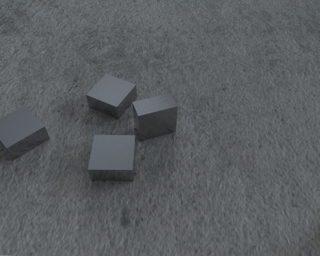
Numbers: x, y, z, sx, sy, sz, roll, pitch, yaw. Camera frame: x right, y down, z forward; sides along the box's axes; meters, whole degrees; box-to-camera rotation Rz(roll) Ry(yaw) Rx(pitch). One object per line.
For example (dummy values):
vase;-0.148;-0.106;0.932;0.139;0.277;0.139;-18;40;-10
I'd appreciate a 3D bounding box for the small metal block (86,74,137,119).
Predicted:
small metal block;-0.068;-0.046;0.441;0.050;0.025;0.050;22;53;17

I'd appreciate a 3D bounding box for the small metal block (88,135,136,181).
small metal block;-0.056;0.036;0.373;0.050;0.025;0.050;1;50;0

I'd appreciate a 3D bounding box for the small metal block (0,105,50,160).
small metal block;-0.179;0.005;0.397;0.050;0.025;0.050;-35;59;-26

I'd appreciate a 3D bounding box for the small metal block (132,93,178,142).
small metal block;-0.006;-0.013;0.398;0.050;0.050;0.025;-15;52;-13
